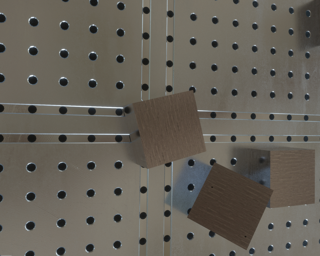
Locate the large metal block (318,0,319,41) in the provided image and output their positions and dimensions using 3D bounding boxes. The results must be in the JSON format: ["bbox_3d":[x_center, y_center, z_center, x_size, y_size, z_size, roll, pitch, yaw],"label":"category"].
[{"bbox_3d":[0.315,-0.182,0.514,0.081,0.050,0.080,-5,92,-20],"label":"large metal block"}]

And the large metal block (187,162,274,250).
[{"bbox_3d":[0.093,0.103,0.414,0.080,0.050,0.080,25,80,18],"label":"large metal block"}]

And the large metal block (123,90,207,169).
[{"bbox_3d":[0.005,0.000,0.401,0.081,0.050,0.080,-15,95,-19],"label":"large metal block"}]

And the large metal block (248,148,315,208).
[{"bbox_3d":[0.182,0.071,0.466,0.081,0.050,0.080,0,90,-20],"label":"large metal block"}]
